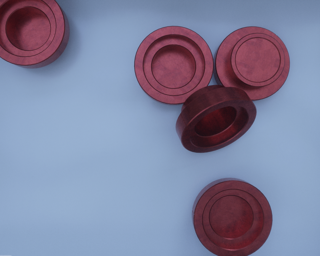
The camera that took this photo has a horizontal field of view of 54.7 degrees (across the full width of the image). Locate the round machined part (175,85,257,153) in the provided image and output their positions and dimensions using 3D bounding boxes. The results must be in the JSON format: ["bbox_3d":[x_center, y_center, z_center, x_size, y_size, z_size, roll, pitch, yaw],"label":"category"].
[{"bbox_3d":[0.065,-0.015,0.386,0.098,0.098,0.042,-23,54,0],"label":"round machined part"}]

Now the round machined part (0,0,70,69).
[{"bbox_3d":[-0.166,-0.125,0.401,0.099,0.042,0.097,0,90,-1],"label":"round machined part"}]

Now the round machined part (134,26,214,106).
[{"bbox_3d":[0.017,-0.078,0.403,0.099,0.042,0.097,0,90,-1],"label":"round machined part"}]

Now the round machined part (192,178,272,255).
[{"bbox_3d":[0.090,0.113,0.404,0.099,0.042,0.097,0,90,-1],"label":"round machined part"}]

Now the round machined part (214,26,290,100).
[{"bbox_3d":[0.122,-0.085,0.405,0.099,0.042,0.097,0,90,-1],"label":"round machined part"}]
